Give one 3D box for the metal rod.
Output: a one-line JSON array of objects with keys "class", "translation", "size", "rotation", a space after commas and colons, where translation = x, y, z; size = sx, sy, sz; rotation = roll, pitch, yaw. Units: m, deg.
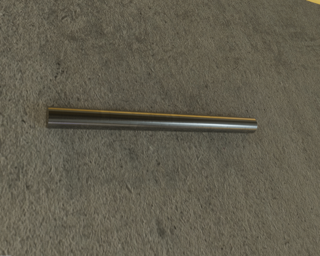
[{"class": "metal rod", "translation": [0.009, -0.008, 0.414], "size": [0.302, 0.025, 0.025], "rotation": [2, 61, -27]}]
